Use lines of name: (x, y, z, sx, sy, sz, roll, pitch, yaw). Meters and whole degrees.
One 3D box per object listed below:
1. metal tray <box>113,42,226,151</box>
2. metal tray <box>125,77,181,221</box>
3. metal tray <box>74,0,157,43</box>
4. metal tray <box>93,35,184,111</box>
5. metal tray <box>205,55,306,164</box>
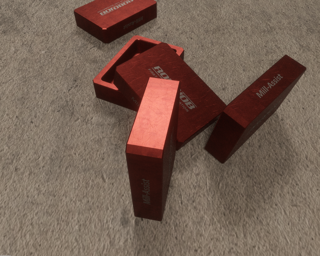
metal tray: (0.012, -0.045, 0.412, 0.091, 0.030, 0.130, -36, 77, -27)
metal tray: (-0.004, 0.026, 0.314, 0.030, 0.129, 0.090, 9, 51, 7)
metal tray: (-0.080, -0.214, 0.579, 0.090, 0.030, 0.131, 37, 59, 26)
metal tray: (-0.029, -0.085, 0.471, 0.090, 0.030, 0.130, 20, 53, 15)
metal tray: (0.116, -0.023, 0.379, 0.030, 0.090, 0.131, 42, 61, 18)
